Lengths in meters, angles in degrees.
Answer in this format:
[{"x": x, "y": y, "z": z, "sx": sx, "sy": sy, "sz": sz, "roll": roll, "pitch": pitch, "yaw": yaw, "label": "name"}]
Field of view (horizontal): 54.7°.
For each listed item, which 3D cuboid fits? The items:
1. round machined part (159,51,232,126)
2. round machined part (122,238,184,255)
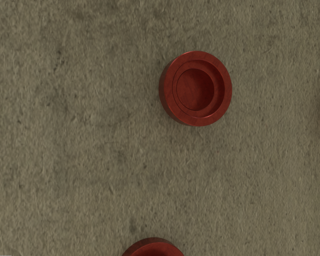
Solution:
[{"x": 0.044, "y": -0.051, "z": 0.417, "sx": 0.099, "sy": 0.042, "sz": 0.097, "roll": 0, "pitch": 90, "yaw": -21, "label": "round machined part"}, {"x": -0.007, "y": 0.197, "z": 0.399, "sx": 0.099, "sy": 0.042, "sz": 0.097, "roll": 0, "pitch": 90, "yaw": -21, "label": "round machined part"}]
